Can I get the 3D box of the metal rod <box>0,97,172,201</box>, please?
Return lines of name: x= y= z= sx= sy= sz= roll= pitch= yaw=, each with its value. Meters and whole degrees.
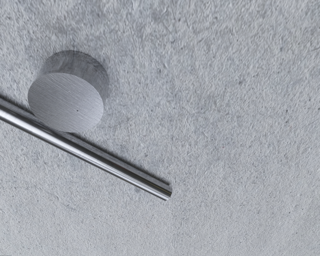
metal rod: x=-0.105 y=0.033 z=0.434 sx=0.301 sy=0.025 sz=0.025 roll=31 pitch=123 yaw=-24

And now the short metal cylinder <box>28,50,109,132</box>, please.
short metal cylinder: x=-0.102 y=-0.041 z=0.355 sx=0.081 sy=0.050 sz=0.079 roll=0 pitch=130 yaw=0
